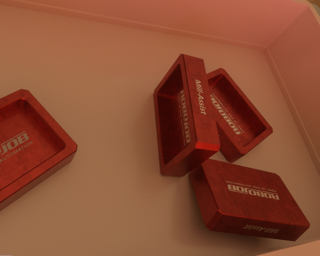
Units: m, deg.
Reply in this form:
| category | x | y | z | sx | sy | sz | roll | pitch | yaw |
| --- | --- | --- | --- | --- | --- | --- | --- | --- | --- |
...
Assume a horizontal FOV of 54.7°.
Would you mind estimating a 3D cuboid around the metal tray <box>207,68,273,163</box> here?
| category | x | y | z | sx | sy | sz | roll | pitch | yaw |
| --- | --- | --- | --- | --- | --- | --- | --- | --- | --- |
| metal tray | 0.101 | -0.023 | 0.470 | 0.091 | 0.030 | 0.130 | -29 | 78 | -37 |

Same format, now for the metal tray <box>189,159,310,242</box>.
| category | x | y | z | sx | sy | sz | roll | pitch | yaw |
| --- | --- | --- | --- | --- | --- | --- | --- | --- | --- |
| metal tray | 0.108 | 0.088 | 0.385 | 0.131 | 0.030 | 0.090 | 14 | 33 | -20 |

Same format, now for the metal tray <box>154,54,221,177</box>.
| category | x | y | z | sx | sy | sz | roll | pitch | yaw |
| --- | --- | --- | --- | --- | --- | --- | --- | --- | --- |
| metal tray | 0.028 | -0.015 | 0.387 | 0.030 | 0.090 | 0.130 | 9 | 58 | -24 |

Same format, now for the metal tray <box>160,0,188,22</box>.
| category | x | y | z | sx | sy | sz | roll | pitch | yaw |
| --- | --- | --- | --- | --- | --- | --- | --- | --- | --- |
| metal tray | 0.045 | -0.262 | 0.550 | 0.030 | 0.090 | 0.130 | 26 | 53 | -13 |

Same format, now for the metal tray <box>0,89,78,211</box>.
| category | x | y | z | sx | sy | sz | roll | pitch | yaw |
| --- | --- | --- | --- | --- | --- | --- | --- | --- | --- |
| metal tray | -0.160 | 0.027 | 0.299 | 0.090 | 0.030 | 0.131 | 47 | 51 | 5 |
